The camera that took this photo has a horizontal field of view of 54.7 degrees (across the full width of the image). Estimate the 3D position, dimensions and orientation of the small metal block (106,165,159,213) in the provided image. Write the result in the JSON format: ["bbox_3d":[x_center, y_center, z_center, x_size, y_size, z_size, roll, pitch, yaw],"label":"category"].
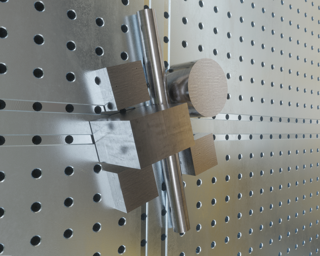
[{"bbox_3d":[-0.033,0.069,0.383,0.050,0.025,0.050,-20,103,-38],"label":"small metal block"}]

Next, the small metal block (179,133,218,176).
[{"bbox_3d":[0.056,0.037,0.459,0.050,0.025,0.050,-19,102,-39],"label":"small metal block"}]

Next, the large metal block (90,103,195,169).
[{"bbox_3d":[-0.020,0.006,0.356,0.081,0.080,0.050,-20,103,-39],"label":"large metal block"}]

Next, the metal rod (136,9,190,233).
[{"bbox_3d":[0.006,-0.003,0.416,0.025,0.025,0.298,-16,100,-39],"label":"metal rod"}]

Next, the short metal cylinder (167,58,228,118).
[{"bbox_3d":[0.050,-0.055,0.436,0.081,0.050,0.079,0,90,-40],"label":"short metal cylinder"}]

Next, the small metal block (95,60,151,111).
[{"bbox_3d":[-0.044,-0.051,0.374,0.050,0.025,0.050,-22,104,-38],"label":"small metal block"}]
